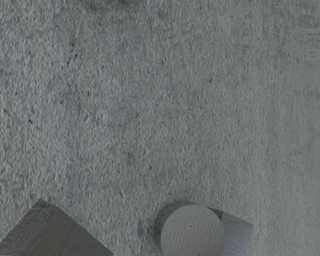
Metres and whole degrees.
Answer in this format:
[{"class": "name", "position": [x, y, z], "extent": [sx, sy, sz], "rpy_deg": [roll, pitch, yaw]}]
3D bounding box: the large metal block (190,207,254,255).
[{"class": "large metal block", "position": [0.087, 0.168, 0.462], "extent": [0.080, 0.050, 0.080], "rpy_deg": [31, 71, -36]}]

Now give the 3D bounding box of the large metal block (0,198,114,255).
[{"class": "large metal block", "position": [-0.107, 0.129, 0.299], "extent": [0.080, 0.050, 0.080], "rpy_deg": [-52, 121, -27]}]

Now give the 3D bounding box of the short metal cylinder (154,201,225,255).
[{"class": "short metal cylinder", "position": [0.036, 0.136, 0.397], "extent": [0.081, 0.050, 0.080], "rpy_deg": [1, 83, -11]}]
